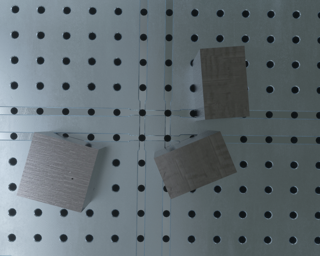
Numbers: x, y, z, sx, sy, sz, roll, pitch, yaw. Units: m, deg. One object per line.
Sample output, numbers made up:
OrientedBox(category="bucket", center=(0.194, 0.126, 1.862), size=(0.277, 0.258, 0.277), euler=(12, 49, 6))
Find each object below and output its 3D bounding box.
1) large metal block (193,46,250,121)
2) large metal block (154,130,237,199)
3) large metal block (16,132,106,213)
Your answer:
OrientedBox(category="large metal block", center=(0.072, -0.051, 0.387), size=(0.050, 0.080, 0.079), euler=(-4, 90, 0))
OrientedBox(category="large metal block", center=(0.040, 0.041, 0.386), size=(0.080, 0.080, 0.050), euler=(-22, 90, 0))
OrientedBox(category="large metal block", center=(-0.124, 0.054, 0.399), size=(0.080, 0.050, 0.080), euler=(15, 90, -1))
